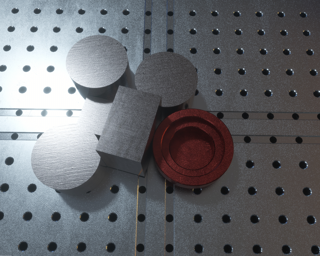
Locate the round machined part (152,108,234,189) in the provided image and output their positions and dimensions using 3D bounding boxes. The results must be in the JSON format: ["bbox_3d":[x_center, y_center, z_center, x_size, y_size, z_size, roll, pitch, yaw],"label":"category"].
[{"bbox_3d":[0.040,0.028,0.392,0.099,0.042,0.098,0,70,0],"label":"round machined part"}]

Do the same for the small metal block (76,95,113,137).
[{"bbox_3d":[-0.079,-0.011,0.415,0.050,0.025,0.050,14,71,5],"label":"small metal block"}]

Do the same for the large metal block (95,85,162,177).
[{"bbox_3d":[-0.033,0.007,0.376,0.050,0.080,0.080,15,71,5],"label":"large metal block"}]

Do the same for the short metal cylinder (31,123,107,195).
[{"bbox_3d":[-0.109,0.040,0.383,0.081,0.050,0.080,0,70,0],"label":"short metal cylinder"}]

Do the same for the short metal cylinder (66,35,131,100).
[{"bbox_3d":[-0.082,-0.080,0.426,0.081,0.050,0.080,0,70,0],"label":"short metal cylinder"}]

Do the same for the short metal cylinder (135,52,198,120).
[{"bbox_3d":[0.008,-0.055,0.418,0.081,0.050,0.080,0,70,0],"label":"short metal cylinder"}]
